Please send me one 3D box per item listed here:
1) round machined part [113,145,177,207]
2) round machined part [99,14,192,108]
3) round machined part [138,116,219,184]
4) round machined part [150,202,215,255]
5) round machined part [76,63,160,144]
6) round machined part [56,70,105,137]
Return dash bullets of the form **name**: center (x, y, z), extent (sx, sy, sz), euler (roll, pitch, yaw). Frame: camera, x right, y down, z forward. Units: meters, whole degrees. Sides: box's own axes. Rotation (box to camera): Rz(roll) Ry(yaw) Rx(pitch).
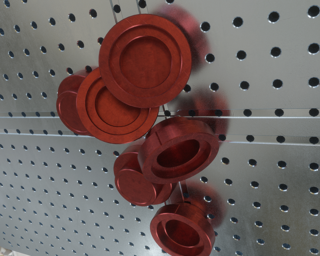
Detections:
- **round machined part**: center (-0.028, 0.078, 0.464), extent (0.098, 0.042, 0.097), euler (13, 124, 21)
- **round machined part**: center (-0.015, -0.072, 0.345), extent (0.099, 0.042, 0.097), euler (0, 97, 0)
- **round machined part**: center (0.019, 0.024, 0.382), extent (0.097, 0.099, 0.042), euler (-63, 38, 38)
- **round machined part**: center (0.038, 0.154, 0.476), extent (0.098, 0.042, 0.097), euler (13, 124, 21)
- **round machined part**: center (-0.051, -0.029, 0.388), extent (0.099, 0.042, 0.097), euler (0, 89, -6)
- **round machined part**: center (-0.106, -0.028, 0.440), extent (0.098, 0.042, 0.097), euler (13, 124, 21)
